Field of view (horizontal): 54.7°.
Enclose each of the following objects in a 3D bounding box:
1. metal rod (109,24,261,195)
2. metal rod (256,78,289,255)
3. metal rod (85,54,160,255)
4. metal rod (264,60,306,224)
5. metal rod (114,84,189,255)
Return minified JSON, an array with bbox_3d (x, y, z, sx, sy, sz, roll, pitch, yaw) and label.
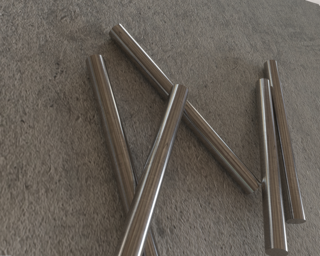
[{"bbox_3d":[0.031,-0.031,0.438,0.300,0.025,0.025,50,51,7],"label":"metal rod"},{"bbox_3d":[0.158,0.032,0.451,0.025,0.025,0.300,25,47,-13],"label":"metal rod"},{"bbox_3d":[-0.042,0.042,0.355,0.025,0.025,0.299,-5,64,-30],"label":"metal rod"},{"bbox_3d":[0.199,0.004,0.508,0.025,0.025,0.300,18,55,-18],"label":"metal rod"},{"bbox_3d":[-0.011,0.063,0.326,0.025,0.025,0.300,27,51,-11],"label":"metal rod"}]
